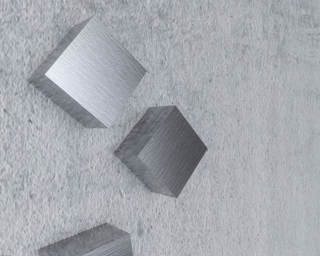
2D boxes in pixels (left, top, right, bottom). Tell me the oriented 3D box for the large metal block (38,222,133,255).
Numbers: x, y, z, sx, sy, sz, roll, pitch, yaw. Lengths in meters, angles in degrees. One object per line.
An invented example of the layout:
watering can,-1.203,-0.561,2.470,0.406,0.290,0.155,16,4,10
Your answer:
large metal block,-0.074,0.158,0.327,0.081,0.050,0.079,-11,97,-39

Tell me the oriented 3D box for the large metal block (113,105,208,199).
large metal block,0.003,0.029,0.391,0.080,0.050,0.080,51,60,-28

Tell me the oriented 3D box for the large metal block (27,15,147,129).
large metal block,-0.074,-0.055,0.326,0.080,0.050,0.080,44,63,-31
